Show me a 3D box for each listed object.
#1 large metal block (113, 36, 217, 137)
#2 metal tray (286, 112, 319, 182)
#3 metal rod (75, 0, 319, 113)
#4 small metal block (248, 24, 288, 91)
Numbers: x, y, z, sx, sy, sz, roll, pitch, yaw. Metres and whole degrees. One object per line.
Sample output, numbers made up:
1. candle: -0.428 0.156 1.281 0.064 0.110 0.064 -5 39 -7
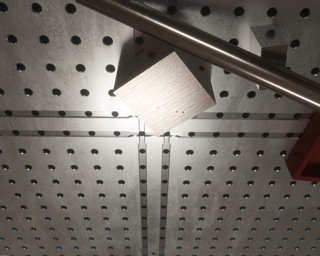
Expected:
1. large metal block: 0.006 -0.048 0.355 0.080 0.050 0.080 -30 124 22
2. metal tray: 0.247 0.023 0.431 0.091 0.030 0.129 6 130 -6
3. metal rod: 0.061 -0.071 0.300 0.301 0.025 0.025 24 127 -1
4. small metal block: 0.114 -0.076 0.332 0.025 0.050 0.050 -7 130 5
